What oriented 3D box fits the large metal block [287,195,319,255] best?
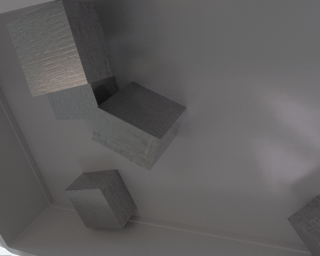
[{"bbox_3d":[0.201,0.131,0.339,0.050,0.080,0.080,-36,100,-1],"label":"large metal block"}]

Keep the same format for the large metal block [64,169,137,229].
[{"bbox_3d":[-0.098,0.119,0.518,0.080,0.050,0.080,-11,113,32],"label":"large metal block"}]

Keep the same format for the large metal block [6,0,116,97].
[{"bbox_3d":[-0.105,-0.084,0.334,0.080,0.050,0.080,-8,105,29],"label":"large metal block"}]

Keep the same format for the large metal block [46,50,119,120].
[{"bbox_3d":[-0.107,-0.058,0.413,0.080,0.050,0.080,-1,118,28],"label":"large metal block"}]

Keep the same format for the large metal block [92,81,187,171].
[{"bbox_3d":[-0.024,-0.006,0.382,0.080,0.080,0.050,27,128,11],"label":"large metal block"}]
